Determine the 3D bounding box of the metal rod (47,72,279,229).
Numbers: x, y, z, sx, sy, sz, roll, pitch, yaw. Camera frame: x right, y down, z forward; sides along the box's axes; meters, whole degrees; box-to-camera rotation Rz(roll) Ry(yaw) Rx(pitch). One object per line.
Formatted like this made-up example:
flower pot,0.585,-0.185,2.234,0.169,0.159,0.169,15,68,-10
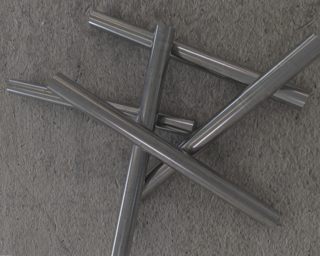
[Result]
metal rod,0.005,0.027,0.361,0.301,0.025,0.025,32,101,-1

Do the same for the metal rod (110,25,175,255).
metal rod,-0.023,0.024,0.387,0.025,0.025,0.298,13,93,19

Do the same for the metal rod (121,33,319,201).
metal rod,0.059,0.005,0.370,0.299,0.025,0.025,-42,77,21

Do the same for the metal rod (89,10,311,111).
metal rod,0.036,-0.093,0.396,0.301,0.025,0.025,26,99,18

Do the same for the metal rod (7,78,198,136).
metal rod,-0.094,-0.033,0.442,0.301,0.025,0.025,14,95,19
